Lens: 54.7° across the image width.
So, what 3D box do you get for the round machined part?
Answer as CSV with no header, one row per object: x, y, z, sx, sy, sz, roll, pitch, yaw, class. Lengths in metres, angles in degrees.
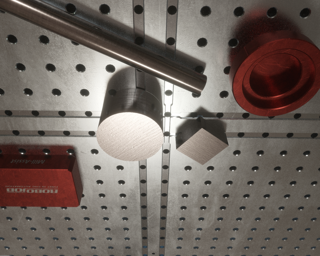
0.127,-0.064,0.348,0.099,0.042,0.097,-1,130,0,round machined part

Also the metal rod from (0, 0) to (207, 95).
-0.086,-0.102,0.323,0.302,0.025,0.025,21,127,-17,metal rod

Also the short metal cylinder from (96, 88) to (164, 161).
-0.036,-0.003,0.392,0.081,0.050,0.079,0,130,0,short metal cylinder

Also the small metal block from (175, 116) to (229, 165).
0.057,0.018,0.428,0.050,0.025,0.050,32,123,-25,small metal block

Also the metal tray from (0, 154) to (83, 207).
-0.192,0.082,0.476,0.131,0.030,0.089,1,130,-2,metal tray
